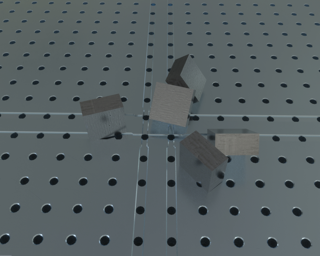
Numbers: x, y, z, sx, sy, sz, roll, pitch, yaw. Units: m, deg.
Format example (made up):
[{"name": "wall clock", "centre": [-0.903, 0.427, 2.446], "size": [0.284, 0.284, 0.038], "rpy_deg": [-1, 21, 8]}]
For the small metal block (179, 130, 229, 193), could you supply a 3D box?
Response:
[{"name": "small metal block", "centre": [0.049, 0.039, 0.358], "size": [0.025, 0.050, 0.050], "rpy_deg": [-34, 58, -21]}]

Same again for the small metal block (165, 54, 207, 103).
[{"name": "small metal block", "centre": [0.039, -0.069, 0.446], "size": [0.025, 0.050, 0.050], "rpy_deg": [-15, 38, 37]}]

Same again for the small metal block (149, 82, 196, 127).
[{"name": "small metal block", "centre": [0.017, -0.032, 0.416], "size": [0.050, 0.050, 0.025], "rpy_deg": [13, 8, 11]}]

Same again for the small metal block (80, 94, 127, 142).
[{"name": "small metal block", "centre": [-0.072, -0.013, 0.402], "size": [0.050, 0.050, 0.025], "rpy_deg": [-14, 52, -11]}]

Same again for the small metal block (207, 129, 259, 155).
[{"name": "small metal block", "centre": [0.087, 0.016, 0.376], "size": [0.050, 0.025, 0.050], "rpy_deg": [0, 6, -2]}]
